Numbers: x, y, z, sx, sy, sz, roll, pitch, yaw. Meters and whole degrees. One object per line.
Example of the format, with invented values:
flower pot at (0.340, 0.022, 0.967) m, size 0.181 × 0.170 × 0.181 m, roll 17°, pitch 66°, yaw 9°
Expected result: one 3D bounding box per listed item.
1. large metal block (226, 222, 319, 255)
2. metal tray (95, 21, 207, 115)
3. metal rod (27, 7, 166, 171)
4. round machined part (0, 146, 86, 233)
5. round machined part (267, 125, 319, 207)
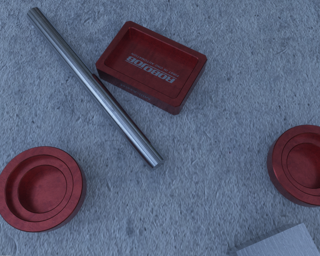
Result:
large metal block at (0.131, 0.158, 0.338) m, size 0.080 × 0.050 × 0.080 m, roll -20°, pitch 71°, yaw -7°
metal tray at (-0.012, -0.086, 0.436) m, size 0.130 × 0.030 × 0.090 m, roll 28°, pitch 72°, yaw 9°
metal rod at (-0.096, -0.063, 0.430) m, size 0.025 × 0.025 × 0.300 m, roll -37°, pitch 74°, yaw -12°
round machined part at (-0.137, 0.074, 0.371) m, size 0.099 × 0.042 × 0.098 m, roll 0°, pitch 70°, yaw 0°
round machined part at (0.181, 0.048, 0.383) m, size 0.099 × 0.042 × 0.098 m, roll 0°, pitch 70°, yaw 0°
